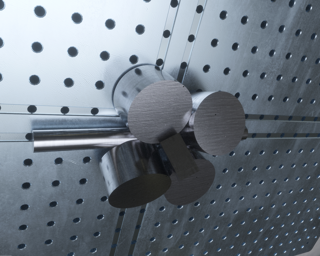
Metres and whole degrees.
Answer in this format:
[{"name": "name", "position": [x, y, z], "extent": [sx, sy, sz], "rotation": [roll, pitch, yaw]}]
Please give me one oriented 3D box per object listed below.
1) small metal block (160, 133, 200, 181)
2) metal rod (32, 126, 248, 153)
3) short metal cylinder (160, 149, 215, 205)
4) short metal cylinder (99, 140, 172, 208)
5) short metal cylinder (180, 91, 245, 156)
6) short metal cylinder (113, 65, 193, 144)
[{"name": "small metal block", "position": [0.023, 0.037, 0.380], "extent": [0.025, 0.050, 0.050], "rotation": [-27, 170, -4]}, {"name": "metal rod", "position": [-0.006, 0.011, 0.410], "extent": [0.303, 0.025, 0.025], "rotation": [-2, 119, -28]}, {"name": "short metal cylinder", "position": [0.032, 0.064, 0.447], "extent": [0.081, 0.050, 0.079], "rotation": [-14, 124, -21]}, {"name": "short metal cylinder", "position": [-0.032, 0.060, 0.394], "extent": [0.081, 0.050, 0.080], "rotation": [-16, 144, -11]}, {"name": "short metal cylinder", "position": [0.063, -0.008, 0.403], "extent": [0.081, 0.050, 0.079], "rotation": [-3, 97, -28]}, {"name": "short metal cylinder", "position": [-0.009, -0.028, 0.368], "extent": [0.081, 0.050, 0.079], "rotation": [-14, 124, -21]}]
